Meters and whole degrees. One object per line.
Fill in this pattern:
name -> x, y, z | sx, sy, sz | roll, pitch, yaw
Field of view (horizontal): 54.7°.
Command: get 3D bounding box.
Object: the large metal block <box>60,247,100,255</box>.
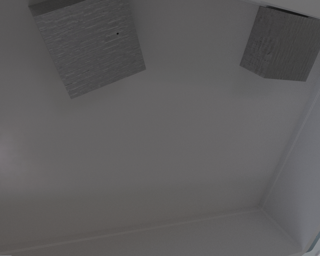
large metal block -> -0.129, 0.237, 0.471 | 0.080, 0.050, 0.080 | -48, 129, 5

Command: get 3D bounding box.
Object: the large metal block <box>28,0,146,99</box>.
large metal block -> -0.068, -0.086, 0.302 | 0.080, 0.050, 0.080 | -25, 128, -13

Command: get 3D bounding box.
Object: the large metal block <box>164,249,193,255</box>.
large metal block -> 0.025, 0.285, 0.585 | 0.081, 0.050, 0.079 | -5, 121, -26

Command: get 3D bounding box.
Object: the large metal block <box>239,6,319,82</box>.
large metal block -> 0.165, -0.111, 0.414 | 0.081, 0.050, 0.079 | -1, 119, -28
